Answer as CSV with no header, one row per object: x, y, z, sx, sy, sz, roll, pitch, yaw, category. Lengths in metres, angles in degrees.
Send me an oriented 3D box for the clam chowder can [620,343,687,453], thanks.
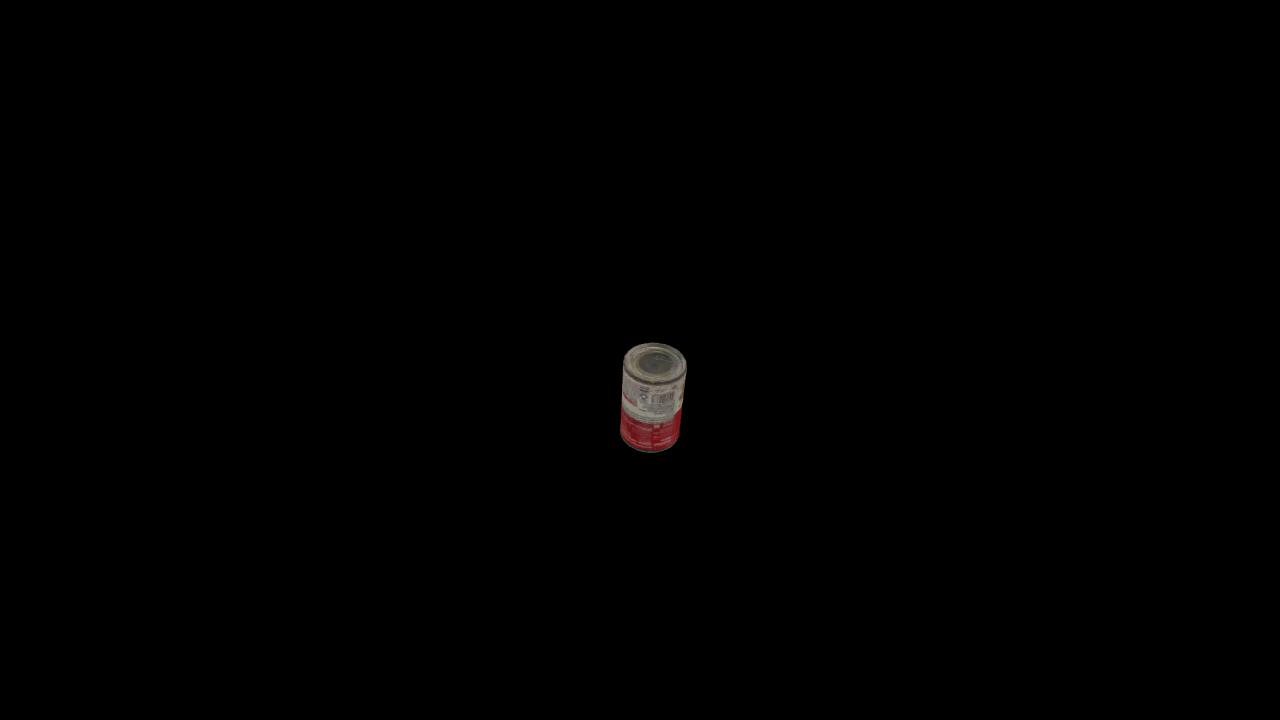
0.013,0.040,0.660,0.068,0.102,0.068,2,39,-2,clam chowder can
